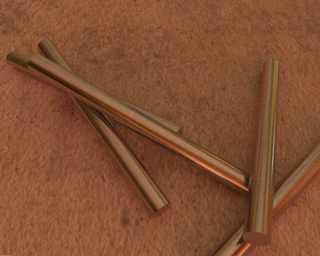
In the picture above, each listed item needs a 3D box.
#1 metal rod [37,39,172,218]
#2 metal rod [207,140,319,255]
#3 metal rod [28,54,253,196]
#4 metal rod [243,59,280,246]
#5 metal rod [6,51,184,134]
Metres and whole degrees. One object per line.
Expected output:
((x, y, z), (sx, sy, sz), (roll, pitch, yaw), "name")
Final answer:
((-0.084, -0.017, 0.394), (0.025, 0.025, 0.300), (-28, 62, -22), "metal rod")
((0.142, 0.070, 0.345), (0.302, 0.025, 0.025), (-35, 58, -26), "metal rod")
((-0.029, -0.009, 0.371), (0.301, 0.025, 0.025), (30, 55, 8), "metal rod")
((0.132, 0.001, 0.385), (0.025, 0.025, 0.301), (14, 46, 11), "metal rod")
((-0.105, -0.051, 0.444), (0.301, 0.025, 0.025), (25, 54, 19), "metal rod")
